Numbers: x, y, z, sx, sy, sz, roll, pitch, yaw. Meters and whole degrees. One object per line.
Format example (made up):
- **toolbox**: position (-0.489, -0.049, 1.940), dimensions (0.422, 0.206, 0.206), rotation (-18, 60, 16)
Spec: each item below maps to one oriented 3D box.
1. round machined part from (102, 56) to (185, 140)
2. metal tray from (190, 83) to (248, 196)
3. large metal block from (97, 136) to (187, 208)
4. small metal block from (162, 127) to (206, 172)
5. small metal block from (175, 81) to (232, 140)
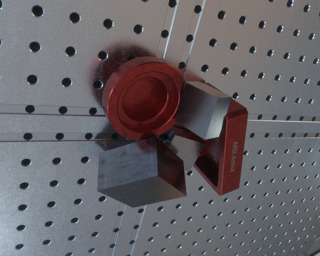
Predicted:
- **round machined part**: position (-0.021, -0.038, 0.366), dimensions (0.099, 0.042, 0.097), rotation (-14, 125, -21)
- **metal tray**: position (0.073, 0.015, 0.420), dimensions (0.030, 0.090, 0.129), rotation (-17, 125, -19)
- **large metal block**: position (-0.021, 0.059, 0.392), dimensions (0.080, 0.050, 0.080), rotation (-17, 146, 21)
- **small metal block**: position (0.029, 0.030, 0.441), dimensions (0.050, 0.025, 0.050), rotation (17, 114, -24)
- **small metal block**: position (0.049, -0.021, 0.357), dimensions (0.025, 0.050, 0.050), rotation (-9, 122, -41)
